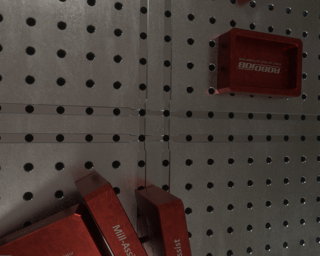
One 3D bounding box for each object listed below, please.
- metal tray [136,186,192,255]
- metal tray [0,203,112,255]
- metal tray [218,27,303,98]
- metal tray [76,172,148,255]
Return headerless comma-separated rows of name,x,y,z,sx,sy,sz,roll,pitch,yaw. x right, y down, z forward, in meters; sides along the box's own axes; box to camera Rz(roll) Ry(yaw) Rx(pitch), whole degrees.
metal tray,0.006,0.145,0.381,0.030,0.090,0.129,-11,94,-20
metal tray,-0.127,0.152,0.343,0.131,0.030,0.090,-24,99,-1
metal tray,0.153,-0.094,0.468,0.131,0.030,0.089,2,89,-21
metal tray,-0.051,0.120,0.360,0.030,0.090,0.129,-28,100,-18
